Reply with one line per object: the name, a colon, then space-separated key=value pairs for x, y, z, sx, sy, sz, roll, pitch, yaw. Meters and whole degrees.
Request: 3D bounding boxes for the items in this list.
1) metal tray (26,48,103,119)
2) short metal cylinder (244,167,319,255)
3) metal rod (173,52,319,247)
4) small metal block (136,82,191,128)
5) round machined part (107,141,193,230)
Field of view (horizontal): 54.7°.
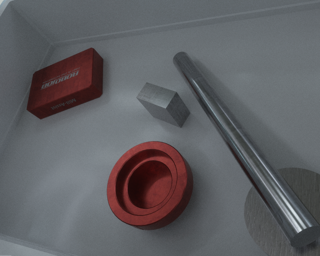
metal tray: x=-0.162 y=-0.076 z=0.532 sx=0.130 sy=0.030 sz=0.090 roll=-18 pitch=55 yaw=17
short metal cylinder: x=0.121 y=0.082 z=0.276 sx=0.080 sy=0.050 sz=0.080 roll=-13 pitch=56 yaw=20
metal rod: x=0.067 y=-0.011 z=0.335 sx=0.025 sy=0.025 sz=0.300 roll=-32 pitch=39 yaw=7
small metal block: x=0.005 y=-0.030 z=0.404 sx=0.050 sy=0.050 sz=0.025 roll=23 pitch=74 yaw=36
round machined part: x=-0.008 y=0.068 z=0.356 sx=0.098 sy=0.042 sz=0.098 roll=-13 pitch=56 yaw=20
